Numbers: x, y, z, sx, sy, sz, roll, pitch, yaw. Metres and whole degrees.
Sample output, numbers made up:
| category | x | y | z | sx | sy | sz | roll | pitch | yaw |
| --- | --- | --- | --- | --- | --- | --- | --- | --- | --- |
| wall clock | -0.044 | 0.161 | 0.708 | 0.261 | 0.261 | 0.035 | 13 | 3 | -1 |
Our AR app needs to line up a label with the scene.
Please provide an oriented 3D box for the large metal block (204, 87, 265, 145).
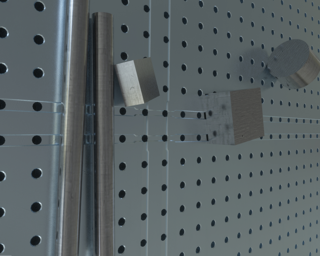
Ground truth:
| category | x | y | z | sx | sy | sz | roll | pitch | yaw |
| --- | --- | --- | --- | --- | --- | --- | --- | --- | --- |
| large metal block | 0.120 | -0.020 | 0.496 | 0.081 | 0.050 | 0.079 | -12 | 98 | -40 |

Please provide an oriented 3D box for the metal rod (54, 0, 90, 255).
| category | x | y | z | sx | sy | sz | roll | pitch | yaw |
| --- | --- | --- | --- | --- | --- | --- | --- | --- | --- |
| metal rod | -0.094 | 0.005 | 0.331 | 0.025 | 0.025 | 0.298 | 4 | 88 | -40 |

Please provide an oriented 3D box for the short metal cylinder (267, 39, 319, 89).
| category | x | y | z | sx | sy | sz | roll | pitch | yaw |
| --- | --- | --- | --- | --- | --- | --- | --- | --- | --- |
| short metal cylinder | 0.255 | -0.121 | 0.590 | 0.050 | 0.080 | 0.080 | 28 | 73 | -37 |

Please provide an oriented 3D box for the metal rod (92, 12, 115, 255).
| category | x | y | z | sx | sy | sz | roll | pitch | yaw |
| --- | --- | --- | --- | --- | --- | --- | --- | --- | --- |
| metal rod | -0.065 | 0.021 | 0.356 | 0.025 | 0.025 | 0.298 | -1 | 91 | -40 |

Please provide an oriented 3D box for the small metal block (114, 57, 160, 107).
| category | x | y | z | sx | sy | sz | roll | pitch | yaw |
| --- | --- | --- | --- | --- | --- | --- | --- | --- | --- |
| small metal block | -0.026 | -0.057 | 0.376 | 0.050 | 0.025 | 0.050 | -38 | 117 | -63 |
